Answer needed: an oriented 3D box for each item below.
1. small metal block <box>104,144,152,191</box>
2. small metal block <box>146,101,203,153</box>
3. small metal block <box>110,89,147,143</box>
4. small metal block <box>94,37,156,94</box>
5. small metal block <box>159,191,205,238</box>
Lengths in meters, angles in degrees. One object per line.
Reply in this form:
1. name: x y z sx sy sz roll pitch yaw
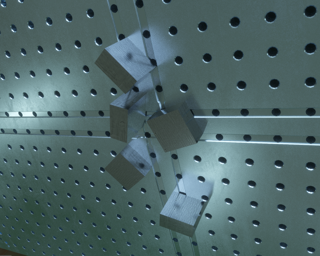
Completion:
1. small metal block: -0.049 0.061 0.473 0.050 0.025 0.050 43 129 -3
2. small metal block: 0.019 -0.001 0.400 0.050 0.025 0.050 -20 108 35
3. small metal block: -0.041 -0.017 0.405 0.025 0.050 0.050 17 125 18
4. small metal block: -0.040 -0.075 0.368 0.050 0.050 0.025 45 129 -4
5. small metal block: 0.033 0.125 0.454 0.050 0.050 0.025 15 124 19
